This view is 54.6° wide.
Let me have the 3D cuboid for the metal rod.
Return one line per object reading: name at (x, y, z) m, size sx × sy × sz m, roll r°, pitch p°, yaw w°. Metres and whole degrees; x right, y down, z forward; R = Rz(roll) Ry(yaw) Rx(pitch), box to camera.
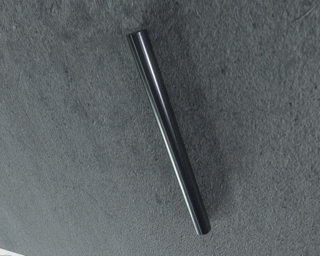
metal rod at (0.019, 0.021, 0.410) m, size 0.025 × 0.025 × 0.299 m, roll -6°, pitch 116°, yaw 31°
